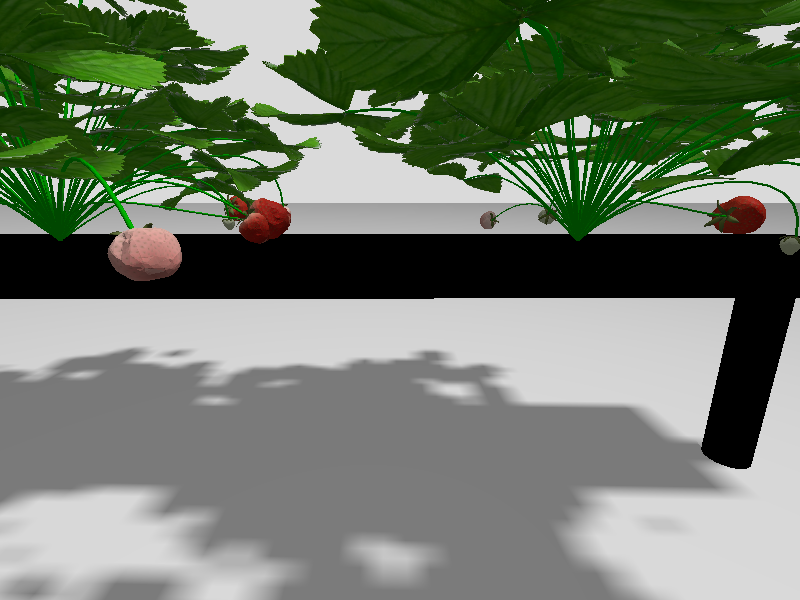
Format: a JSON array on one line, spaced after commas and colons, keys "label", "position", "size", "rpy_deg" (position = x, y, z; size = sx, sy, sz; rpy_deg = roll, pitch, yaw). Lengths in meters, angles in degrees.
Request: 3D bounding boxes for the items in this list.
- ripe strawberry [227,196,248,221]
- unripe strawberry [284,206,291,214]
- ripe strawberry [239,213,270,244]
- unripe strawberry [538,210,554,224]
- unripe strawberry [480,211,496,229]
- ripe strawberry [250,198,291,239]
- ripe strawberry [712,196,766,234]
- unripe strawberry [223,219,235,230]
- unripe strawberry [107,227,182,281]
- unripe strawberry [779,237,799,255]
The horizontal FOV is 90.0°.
[{"label": "ripe strawberry", "position": [-0.231, -0.131, 0.575], "size": [0.031, 0.035, 0.033], "rpy_deg": [4, -3, 14]}, {"label": "unripe strawberry", "position": [-0.145, -0.102, 0.490], "size": [0.021, 0.025, 0.025], "rpy_deg": [-15, 21, -43]}, {"label": "ripe strawberry", "position": [-0.115, -0.056, 0.320], "size": [0.024, 0.023, 0.022], "rpy_deg": [-34, 8, 15]}, {"label": "unripe strawberry", "position": [0.186, -0.104, 0.508], "size": [0.021, 0.019, 0.019], "rpy_deg": [3, -12, 10]}, {"label": "unripe strawberry", "position": [0.098, -0.089, 0.449], "size": [0.017, 0.020, 0.019], "rpy_deg": [-8, 12, -27]}, {"label": "ripe strawberry", "position": [-0.114, -0.071, 0.352], "size": [0.034, 0.035, 0.031], "rpy_deg": [0, 15, -3]}, {"label": "ripe strawberry", "position": [0.331, -0.082, 0.388], "size": [0.042, 0.036, 0.042], "rpy_deg": [-3, 15, -14]}, {"label": "unripe strawberry", "position": [-0.152, -0.067, 0.357], "size": [0.010, 0.010, 0.009], "rpy_deg": [-1, 15, -5]}, {"label": "unripe strawberry", "position": [-0.112, -0.019, 0.179], "size": [0.028, 0.025, 0.026], "rpy_deg": [-16, 42, -45]}, {"label": "unripe strawberry", "position": [0.257, -0.035, 0.263], "size": [0.011, 0.011, 0.011], "rpy_deg": [13, 20, 39]}]
